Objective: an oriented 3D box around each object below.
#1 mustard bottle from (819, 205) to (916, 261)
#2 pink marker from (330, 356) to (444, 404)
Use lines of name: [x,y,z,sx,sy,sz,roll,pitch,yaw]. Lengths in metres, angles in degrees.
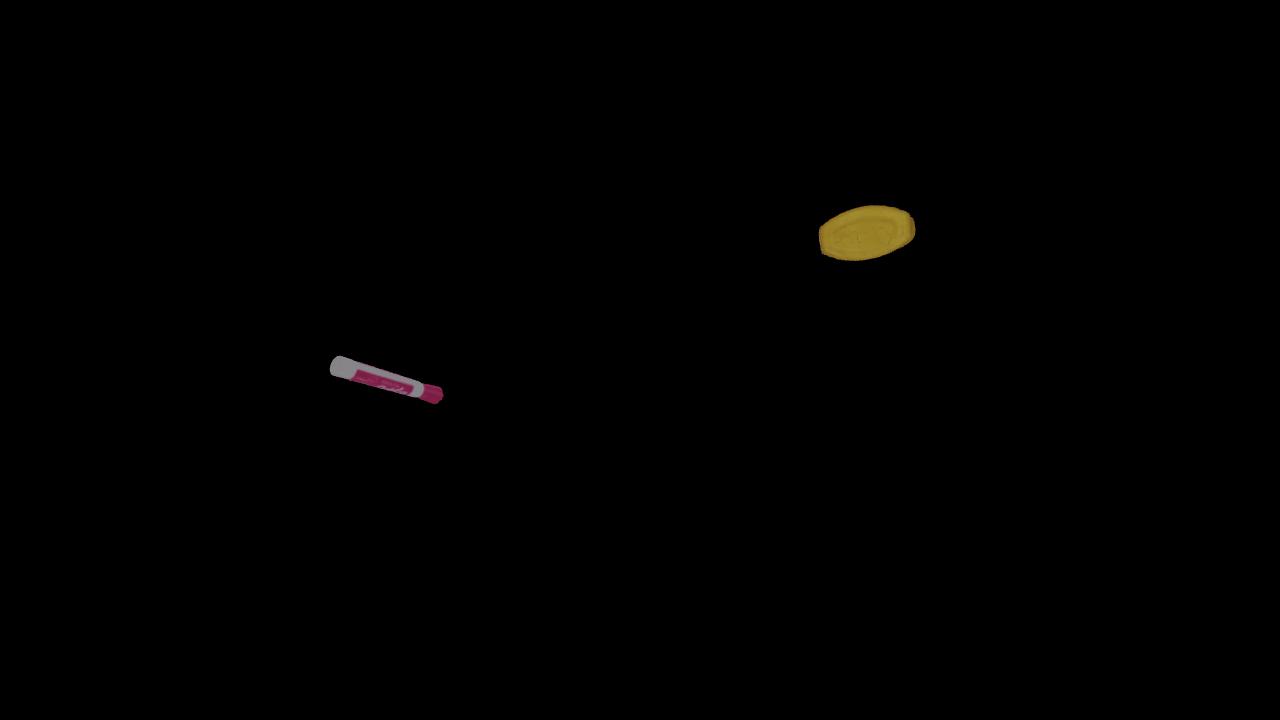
mustard bottle: [0.263,-0.144,0.697,0.092,0.054,0.184,-12,5,27]
pink marker: [-0.241,0.022,0.599,0.020,0.020,0.121,0,-16,33]
